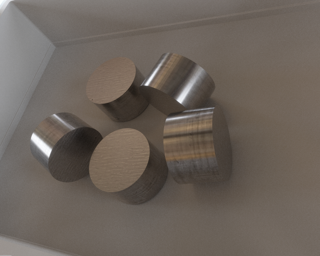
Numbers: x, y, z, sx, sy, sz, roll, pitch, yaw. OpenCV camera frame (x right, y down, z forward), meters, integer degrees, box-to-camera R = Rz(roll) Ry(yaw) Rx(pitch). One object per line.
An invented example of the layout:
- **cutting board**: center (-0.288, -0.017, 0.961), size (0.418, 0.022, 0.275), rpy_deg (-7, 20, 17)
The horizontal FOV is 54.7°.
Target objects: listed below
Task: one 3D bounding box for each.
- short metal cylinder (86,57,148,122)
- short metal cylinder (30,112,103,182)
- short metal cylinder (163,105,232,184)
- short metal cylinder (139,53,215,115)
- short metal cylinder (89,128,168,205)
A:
- **short metal cylinder**: center (-0.059, -0.056, 0.451), size (0.080, 0.050, 0.080), rpy_deg (-13, 56, 20)
- **short metal cylinder**: center (-0.123, 0.025, 0.415), size (0.050, 0.080, 0.080), rpy_deg (30, 78, 37)
- **short metal cylinder**: center (0.043, 0.019, 0.333), size (0.050, 0.080, 0.080), rpy_deg (-9, 58, 23)
- **short metal cylinder**: center (0.021, -0.048, 0.387), size (0.080, 0.080, 0.050), rpy_deg (24, 75, 36)
- **short metal cylinder**: center (-0.038, 0.047, 0.377), size (0.080, 0.050, 0.080), rpy_deg (-13, 56, 20)
